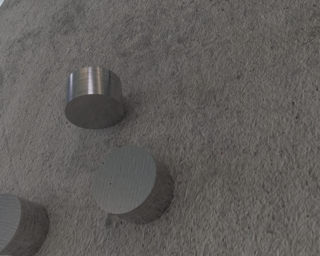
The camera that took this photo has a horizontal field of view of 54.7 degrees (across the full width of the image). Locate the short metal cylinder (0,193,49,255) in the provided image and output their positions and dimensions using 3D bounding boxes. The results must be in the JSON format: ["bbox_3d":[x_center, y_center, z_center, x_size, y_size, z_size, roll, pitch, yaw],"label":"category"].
[{"bbox_3d":[-0.196,0.132,0.410,0.080,0.050,0.080,-13,56,21],"label":"short metal cylinder"}]

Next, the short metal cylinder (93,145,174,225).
[{"bbox_3d":[-0.030,0.067,0.363,0.080,0.050,0.080,-13,56,21],"label":"short metal cylinder"}]

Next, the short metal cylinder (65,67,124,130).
[{"bbox_3d":[-0.093,-0.041,0.443,0.080,0.080,0.050,-21,54,16],"label":"short metal cylinder"}]
